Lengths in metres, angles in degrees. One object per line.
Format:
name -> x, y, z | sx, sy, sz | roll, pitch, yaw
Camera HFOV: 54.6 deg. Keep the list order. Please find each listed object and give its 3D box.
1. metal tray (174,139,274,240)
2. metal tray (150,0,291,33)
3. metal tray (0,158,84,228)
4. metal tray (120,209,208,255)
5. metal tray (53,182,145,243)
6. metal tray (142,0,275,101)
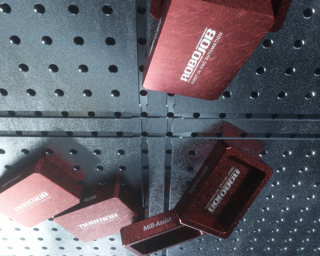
metal tray -> 0.092, 0.092, 0.453 | 0.090, 0.030, 0.129 | 27, 101, -21
metal tray -> 0.060, -0.143, 0.286 | 0.131, 0.030, 0.089 | 5, 130, -5
metal tray -> -0.201, 0.108, 0.499 | 0.130, 0.030, 0.090 | -30, 124, 23
metal tray -> 0.009, 0.177, 0.530 | 0.130, 0.030, 0.090 | -22, 143, 6
metal tray -> -0.103, 0.149, 0.534 | 0.130, 0.030, 0.090 | -22, 127, 18
metal tray -> 0.039, -0.080, 0.309 | 0.091, 0.030, 0.129 | 9, 151, -11
